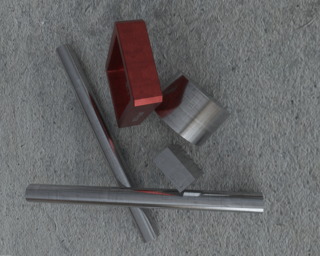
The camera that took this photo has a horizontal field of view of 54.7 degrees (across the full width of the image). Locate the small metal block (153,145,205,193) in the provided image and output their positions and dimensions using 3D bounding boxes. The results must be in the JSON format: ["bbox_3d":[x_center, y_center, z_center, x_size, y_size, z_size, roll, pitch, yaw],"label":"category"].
[{"bbox_3d":[0.025,0.049,0.387,0.025,0.050,0.050,-44,76,15],"label":"small metal block"}]

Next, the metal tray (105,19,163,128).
[{"bbox_3d":[-0.036,-0.056,0.367,0.030,0.130,0.090,-11,82,-16],"label":"metal tray"}]

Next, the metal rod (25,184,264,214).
[{"bbox_3d":[-0.027,0.088,0.394,0.301,0.025,0.025,0,90,10],"label":"metal rod"}]

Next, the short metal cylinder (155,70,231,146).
[{"bbox_3d":[0.036,-0.024,0.367,0.080,0.080,0.050,44,104,14],"label":"short metal cylinder"}]

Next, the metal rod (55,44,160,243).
[{"bbox_3d":[-0.077,0.015,0.435,0.025,0.025,0.299,-29,81,17],"label":"metal rod"}]
